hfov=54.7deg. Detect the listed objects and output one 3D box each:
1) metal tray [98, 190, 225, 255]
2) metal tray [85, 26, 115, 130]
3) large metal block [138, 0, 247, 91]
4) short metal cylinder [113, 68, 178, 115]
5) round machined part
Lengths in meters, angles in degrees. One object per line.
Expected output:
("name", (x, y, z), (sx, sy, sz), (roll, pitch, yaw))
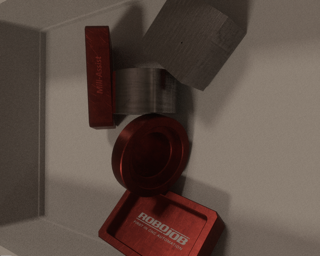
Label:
("metal tray", (-0.001, 0.121, 0.371), (0.130, 0.030, 0.090), (17, 63, 38))
("metal tray", (-0.081, -0.064, 0.432), (0.090, 0.030, 0.129), (156, 111, -83))
("large metal block", (0.035, -0.101, 0.355), (0.080, 0.050, 0.080), (47, 111, 29))
("short metal cylinder", (-0.018, -0.042, 0.384), (0.080, 0.081, 0.050), (0, 90, 39))
("round machined part", (-0.015, 0.030, 0.371), (0.042, 0.099, 0.097), (22, 104, 49))
